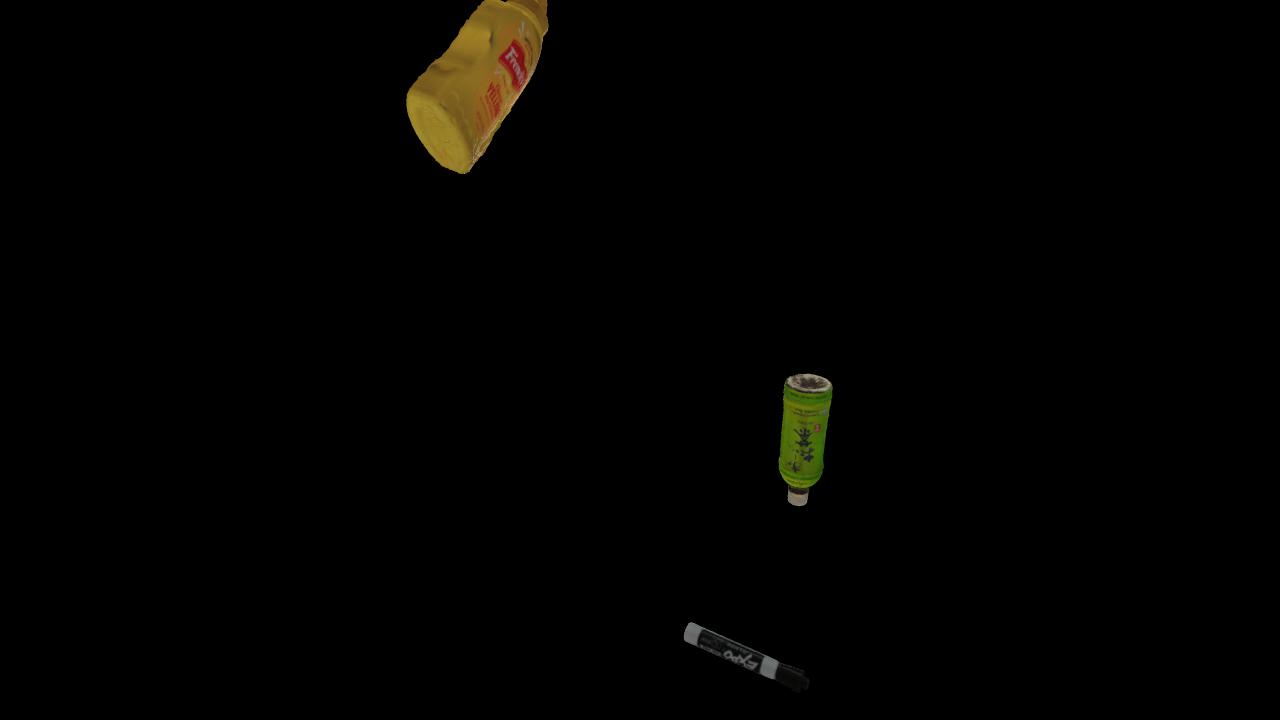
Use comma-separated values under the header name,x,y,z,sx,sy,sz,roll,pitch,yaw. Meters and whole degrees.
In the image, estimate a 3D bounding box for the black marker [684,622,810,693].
name,x,y,z,sx,sy,sz,roll,pitch,yaw
black marker,0.098,0.277,0.574,0.121,0.020,0.020,11,6,31

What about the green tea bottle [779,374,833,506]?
name,x,y,z,sx,sy,sz,roll,pitch,yaw
green tea bottle,0.249,0.128,0.942,0.073,0.212,0.073,-1,25,0

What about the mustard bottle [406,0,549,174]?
name,x,y,z,sx,sy,sz,roll,pitch,yaw
mustard bottle,-0.131,-0.262,0.544,0.054,0.184,0.092,20,-21,15
